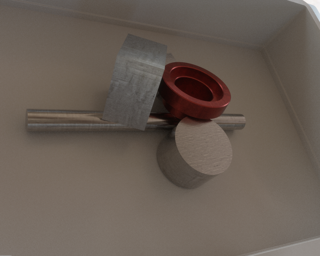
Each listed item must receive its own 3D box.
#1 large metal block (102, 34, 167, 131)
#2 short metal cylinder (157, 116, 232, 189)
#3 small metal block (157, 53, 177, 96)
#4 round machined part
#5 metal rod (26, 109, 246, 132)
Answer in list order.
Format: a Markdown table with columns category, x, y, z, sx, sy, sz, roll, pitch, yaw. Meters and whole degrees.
| category | x | y | z | sx | sy | sz | roll | pitch | yaw |
| --- | --- | --- | --- | --- | --- | --- | --- | --- | --- |
| large metal block | -0.029 | -0.056 | 0.370 | 0.050 | 0.079 | 0.080 | 16 | 32 | -6 |
| short metal cylinder | 0.043 | 0.030 | 0.393 | 0.081 | 0.050 | 0.080 | 14 | 56 | -21 |
| small metal block | 0.006 | -0.080 | 0.458 | 0.050 | 0.025 | 0.050 | -23 | 75 | -37 |
| round machined part | 0.042 | -0.044 | 0.420 | 0.099 | 0.042 | 0.098 | 15 | 39 | -12 |
| metal rod | -0.010 | -0.009 | 0.403 | 0.303 | 0.025 | 0.025 | 0 | 62 | -29 |
